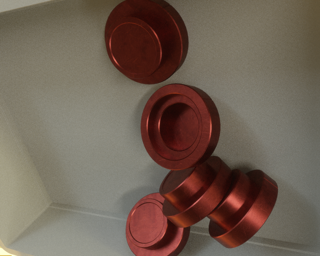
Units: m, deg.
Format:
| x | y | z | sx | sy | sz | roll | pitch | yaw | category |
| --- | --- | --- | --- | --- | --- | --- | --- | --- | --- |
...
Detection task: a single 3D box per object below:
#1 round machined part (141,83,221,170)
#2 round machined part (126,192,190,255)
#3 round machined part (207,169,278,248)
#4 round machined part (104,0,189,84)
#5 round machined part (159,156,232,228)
| x | y | z | sx | sy | sz | roll | pitch | yaw | category |
| --- | --- | --- | --- | --- | --- | --- | --- | --- | --- |
| 0.028 | -0.001 | 0.363 | 0.098 | 0.042 | 0.097 | 0 | 90 | 39 | round machined part |
| -0.010 | 0.141 | 0.449 | 0.098 | 0.098 | 0.042 | -5 | 151 | 30 | round machined part |
| 0.088 | 0.087 | 0.367 | 0.042 | 0.098 | 0.097 | 38 | 129 | -1 | round machined part |
| -0.021 | -0.094 | 0.349 | 0.098 | 0.042 | 0.097 | 13 | 124 | 20 | round machined part |
| 0.037 | 0.070 | 0.382 | 0.042 | 0.098 | 0.098 | 45 | 129 | -10 | round machined part |
